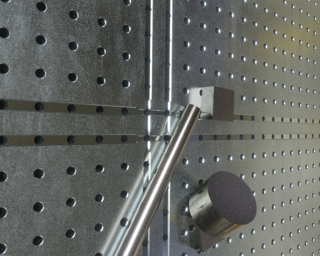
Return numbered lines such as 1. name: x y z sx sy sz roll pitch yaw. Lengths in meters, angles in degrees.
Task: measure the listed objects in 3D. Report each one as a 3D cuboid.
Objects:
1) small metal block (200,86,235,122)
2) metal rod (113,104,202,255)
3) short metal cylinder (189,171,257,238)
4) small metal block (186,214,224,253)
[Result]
1. small metal block: 0.090 -0.036 0.484 0.050 0.025 0.050 4 88 -40
2. metal rod: -0.014 0.098 0.397 0.025 0.025 0.300 41 65 -33
3. short metal cylinder: 0.089 0.109 0.443 0.081 0.050 0.080 18 46 -19
4. small metal block: 0.069 0.150 0.467 0.050 0.025 0.050 -13 99 -39
